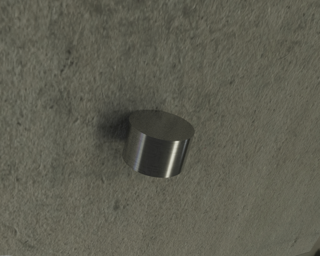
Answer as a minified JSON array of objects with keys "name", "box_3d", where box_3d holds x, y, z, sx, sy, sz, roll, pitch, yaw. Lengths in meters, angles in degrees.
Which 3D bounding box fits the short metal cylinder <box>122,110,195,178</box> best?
[{"name":"short metal cylinder","box_3d":[-0.003,0.017,0.382,0.081,0.080,0.050,-1,119,-28]}]
